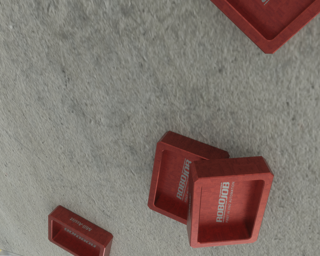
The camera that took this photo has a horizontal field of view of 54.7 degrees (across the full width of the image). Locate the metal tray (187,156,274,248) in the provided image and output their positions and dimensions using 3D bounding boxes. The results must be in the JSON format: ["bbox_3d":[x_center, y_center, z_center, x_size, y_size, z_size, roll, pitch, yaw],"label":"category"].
[{"bbox_3d":[0.082,0.096,0.387,0.091,0.030,0.129,-4,126,-3],"label":"metal tray"}]

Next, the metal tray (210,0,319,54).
[{"bbox_3d":[0.111,-0.139,0.258,0.090,0.030,0.129,43,129,-3],"label":"metal tray"}]

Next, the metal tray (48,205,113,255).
[{"bbox_3d":[-0.162,0.220,0.622,0.130,0.030,0.089,24,127,12],"label":"metal tray"}]

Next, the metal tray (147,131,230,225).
[{"bbox_3d":[0.035,0.076,0.430,0.090,0.030,0.129,20,126,16],"label":"metal tray"}]
